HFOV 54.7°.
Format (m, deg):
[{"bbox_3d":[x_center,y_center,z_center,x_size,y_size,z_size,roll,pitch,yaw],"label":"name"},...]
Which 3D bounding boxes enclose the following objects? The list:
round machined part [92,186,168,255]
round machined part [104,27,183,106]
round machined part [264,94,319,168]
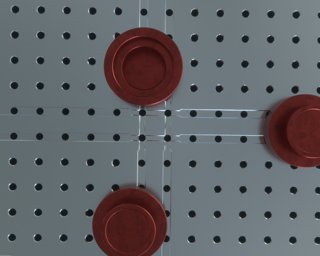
[{"bbox_3d":[-0.039,0.128,0.405,0.099,0.042,0.097,0,90,-1],"label":"round machined part"},{"bbox_3d":[-0.020,-0.077,0.405,0.099,0.042,0.097,0,90,-1],"label":"round machined part"},{"bbox_3d":[0.193,0.004,0.407,0.099,0.042,0.097,0,90,-1],"label":"round machined part"}]
